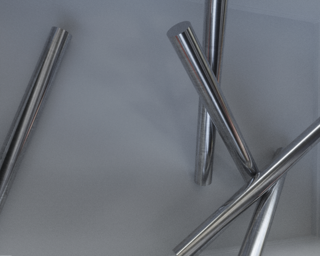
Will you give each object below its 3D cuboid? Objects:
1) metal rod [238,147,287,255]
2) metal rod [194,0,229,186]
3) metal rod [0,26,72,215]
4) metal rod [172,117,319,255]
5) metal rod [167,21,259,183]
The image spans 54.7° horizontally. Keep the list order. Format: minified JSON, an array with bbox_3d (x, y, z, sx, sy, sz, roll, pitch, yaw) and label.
[{"bbox_3d":[0.124,0.122,0.383,0.025,0.025,0.301,54,45,-13],"label":"metal rod"},{"bbox_3d":[0.060,-0.058,0.369,0.025,0.025,0.298,-11,119,-20],"label":"metal rod"},{"bbox_3d":[-0.165,0.026,0.349,0.025,0.025,0.299,22,83,-19],"label":"metal rod"},{"bbox_3d":[0.139,0.070,0.413,0.301,0.025,0.025,-37,102,-16],"label":"metal rod"},{"bbox_3d":[0.086,0.005,0.383,0.025,0.025,0.299,-46,128,-14],"label":"metal rod"}]
